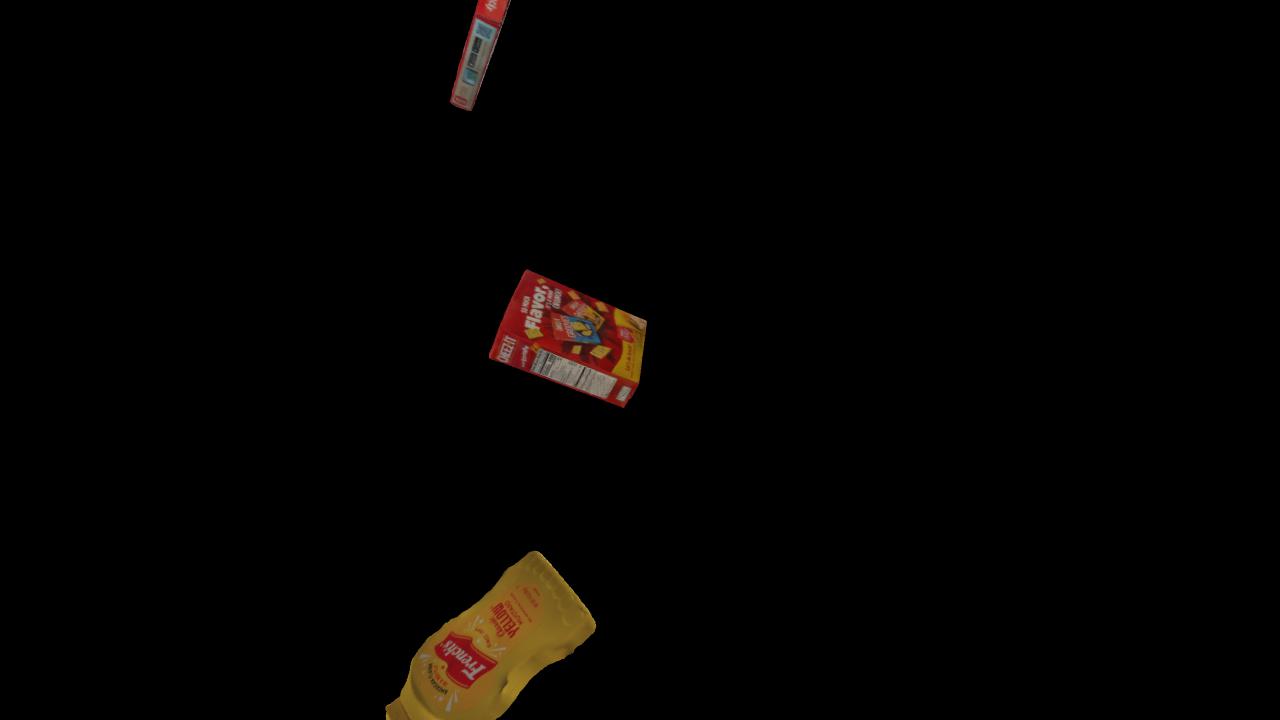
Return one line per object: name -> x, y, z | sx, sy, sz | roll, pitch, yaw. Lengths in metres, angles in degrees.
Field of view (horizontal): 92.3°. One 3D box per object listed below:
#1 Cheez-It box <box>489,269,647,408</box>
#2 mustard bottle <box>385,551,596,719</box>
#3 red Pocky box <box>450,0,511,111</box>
Cheez-It box -> -0.105, -0.035, 0.969 | 0.223, 0.071, 0.166 | 22, 38, -12
mustard bottle -> -0.131, 0.245, 0.495 | 0.184, 0.054, 0.092 | -36, 53, -22
red Pocky box -> -0.164, -0.338, 0.643 | 0.028, 0.083, 0.155 | 20, -18, -21
